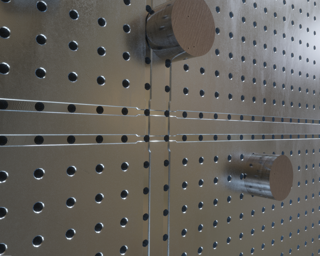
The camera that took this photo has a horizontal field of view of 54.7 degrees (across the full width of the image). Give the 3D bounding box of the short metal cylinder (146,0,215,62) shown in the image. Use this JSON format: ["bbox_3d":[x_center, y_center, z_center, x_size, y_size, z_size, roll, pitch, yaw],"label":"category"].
[{"bbox_3d":[0.028,-0.132,0.416,0.081,0.050,0.079,0,90,-40],"label":"short metal cylinder"}]

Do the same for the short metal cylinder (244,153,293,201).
[{"bbox_3d":[0.196,0.086,0.557,0.081,0.050,0.079,0,90,-40],"label":"short metal cylinder"}]
